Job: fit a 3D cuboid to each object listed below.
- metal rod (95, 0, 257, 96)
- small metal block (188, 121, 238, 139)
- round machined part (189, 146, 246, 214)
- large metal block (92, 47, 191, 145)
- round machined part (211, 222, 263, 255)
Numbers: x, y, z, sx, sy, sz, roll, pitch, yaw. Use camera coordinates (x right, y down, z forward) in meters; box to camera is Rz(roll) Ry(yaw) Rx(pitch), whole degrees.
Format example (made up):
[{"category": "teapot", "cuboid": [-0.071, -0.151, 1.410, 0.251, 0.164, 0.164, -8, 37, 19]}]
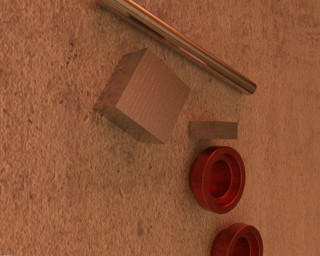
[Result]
[{"category": "metal rod", "cuboid": [0.045, -0.110, 0.441, 0.302, 0.025, 0.025, 21, 77, -38]}, {"category": "small metal block", "cuboid": [0.078, 0.003, 0.454, 0.050, 0.050, 0.025, 2, 89, -40]}, {"category": "round machined part", "cuboid": [0.081, 0.075, 0.462, 0.099, 0.042, 0.097, 0, 90, -40]}, {"category": "large metal block", "cuboid": [-0.019, -0.035, 0.372, 0.080, 0.050, 0.080, 38, 67, -34]}, {"category": "round machined part", "cuboid": [0.119, 0.200, 0.494, 0.099, 0.042, 0.097, 0, 90, -40]}]
